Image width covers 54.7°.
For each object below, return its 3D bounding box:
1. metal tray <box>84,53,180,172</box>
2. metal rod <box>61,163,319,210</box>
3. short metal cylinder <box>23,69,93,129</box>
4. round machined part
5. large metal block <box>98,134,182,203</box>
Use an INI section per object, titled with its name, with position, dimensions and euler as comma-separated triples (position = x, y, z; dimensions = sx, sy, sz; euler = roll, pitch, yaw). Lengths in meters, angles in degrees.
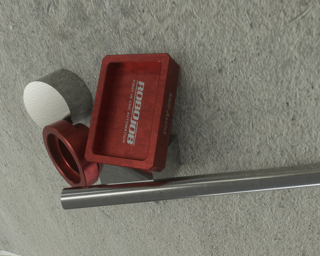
[metal tray]
position = -0.032, -0.019, 0.359
dimensions = 0.090, 0.030, 0.129
euler = 5, 81, 25
[metal rod]
position = 0.039, 0.066, 0.351
dimensions = 0.302, 0.025, 0.025
euler = -6, 118, 3
[short metal cylinder]
position = -0.144, -0.038, 0.442
dimensions = 0.080, 0.050, 0.079
euler = 13, 124, 20
[round machined part]
position = -0.112, 0.032, 0.417
dimensions = 0.098, 0.042, 0.097
euler = 30, 136, 34
[large metal block]
position = -0.025, 0.047, 0.413
dimensions = 0.080, 0.080, 0.050
euler = 5, 121, 25
